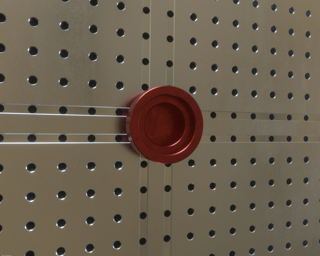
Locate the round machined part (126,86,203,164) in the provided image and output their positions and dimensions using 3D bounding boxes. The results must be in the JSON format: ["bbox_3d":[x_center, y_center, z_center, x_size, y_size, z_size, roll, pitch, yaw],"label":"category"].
[{"bbox_3d":[0.003,-0.004,0.404,0.099,0.042,0.097,0,90,-20],"label":"round machined part"}]
